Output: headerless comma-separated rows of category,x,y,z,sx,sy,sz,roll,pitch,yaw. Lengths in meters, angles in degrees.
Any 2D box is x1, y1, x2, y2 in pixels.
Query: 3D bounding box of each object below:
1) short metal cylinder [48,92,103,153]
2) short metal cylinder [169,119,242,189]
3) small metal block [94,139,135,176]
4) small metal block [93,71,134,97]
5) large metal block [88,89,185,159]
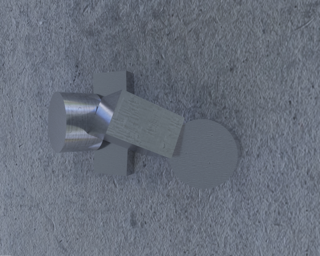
short metal cylinder,-0.114,-0.008,0.416,0.080,0.050,0.079,2,92,55
short metal cylinder,0.056,0.029,0.377,0.080,0.050,0.079,0,90,19
small metal block,-0.063,0.038,0.431,0.050,0.025,0.050,3,91,19
small metal block,-0.064,-0.051,0.431,0.050,0.025,0.050,-1,90,19
large metal block,-0.031,-0.002,0.371,0.080,0.080,0.050,23,79,-24
